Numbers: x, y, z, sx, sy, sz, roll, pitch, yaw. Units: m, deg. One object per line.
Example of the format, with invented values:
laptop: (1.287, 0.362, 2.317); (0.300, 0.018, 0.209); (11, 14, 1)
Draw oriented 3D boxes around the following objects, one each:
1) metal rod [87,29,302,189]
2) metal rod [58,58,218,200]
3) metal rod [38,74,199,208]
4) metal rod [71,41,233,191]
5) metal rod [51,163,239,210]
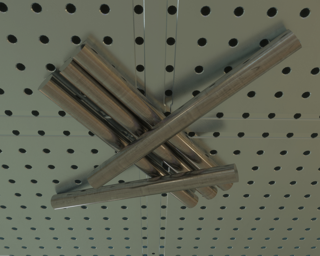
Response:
metal rod: (0.028, -0.012, 0.375); (0.300, 0.025, 0.025); (-36, 122, 16)
metal rod: (-0.012, 0.017, 0.425); (0.025, 0.025, 0.300); (-32, 124, 24)
metal rod: (-0.041, 0.034, 0.440); (0.025, 0.025, 0.300); (-32, 124, 24)
metal rod: (0.008, 0.001, 0.413); (0.025, 0.025, 0.300); (-33, 123, 24)
metal rod: (-0.036, 0.091, 0.461); (0.301, 0.025, 0.025); (-13, 130, 21)
